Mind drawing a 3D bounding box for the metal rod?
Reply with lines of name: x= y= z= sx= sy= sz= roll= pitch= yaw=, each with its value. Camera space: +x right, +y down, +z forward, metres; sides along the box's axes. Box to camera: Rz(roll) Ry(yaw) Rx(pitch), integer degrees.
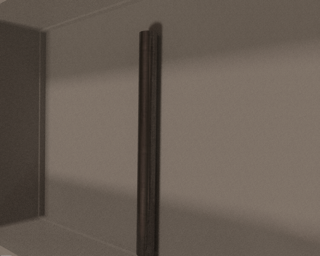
metal rod: x=-0.017 y=0.021 z=0.419 sx=0.025 sy=0.025 sz=0.298 roll=1 pitch=91 yaw=39
